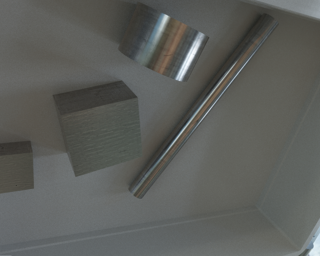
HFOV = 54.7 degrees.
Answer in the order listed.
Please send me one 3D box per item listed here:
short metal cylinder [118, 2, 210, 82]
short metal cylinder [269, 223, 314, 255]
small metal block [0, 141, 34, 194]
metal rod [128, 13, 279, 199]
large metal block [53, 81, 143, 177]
[{"bbox_3d":[0.004,-0.089,0.322,0.081,0.080,0.050,14,111,-35],"label":"short metal cylinder"},{"bbox_3d":[0.298,0.264,0.706,0.081,0.080,0.050,11,113,-34],"label":"short metal cylinder"},{"bbox_3d":[-0.169,0.044,0.344,0.050,0.025,0.050,-5,121,-27],"label":"small metal block"},{"bbox_3d":[0.054,-0.023,0.425,0.025,0.025,0.299,30,102,-38],"label":"metal rod"},{"bbox_3d":[-0.069,-0.001,0.355,0.081,0.050,0.079,-16,125,-20],"label":"large metal block"}]
